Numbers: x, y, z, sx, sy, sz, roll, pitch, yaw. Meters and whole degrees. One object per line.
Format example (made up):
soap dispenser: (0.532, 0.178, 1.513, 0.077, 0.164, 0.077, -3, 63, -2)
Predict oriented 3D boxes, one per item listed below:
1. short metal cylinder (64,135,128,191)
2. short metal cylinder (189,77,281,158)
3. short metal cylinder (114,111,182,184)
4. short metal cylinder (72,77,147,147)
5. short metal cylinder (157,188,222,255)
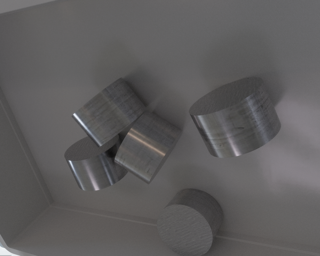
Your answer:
short metal cylinder: (-0.090, 0.046, 0.449, 0.080, 0.080, 0.050, -3, 117, 29)
short metal cylinder: (0.078, -0.012, 0.325, 0.080, 0.080, 0.050, -17, 110, 34)
short metal cylinder: (-0.014, 0.025, 0.396, 0.050, 0.080, 0.079, 32, 129, 7)
short metal cylinder: (-0.064, -0.020, 0.394, 0.080, 0.080, 0.050, -32, 101, 38)
short metal cylinder: (0.043, 0.134, 0.441, 0.080, 0.050, 0.079, 7, 108, 24)
